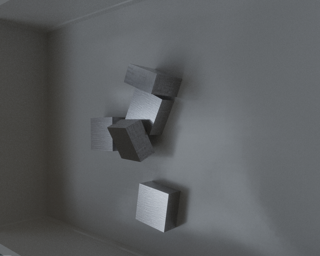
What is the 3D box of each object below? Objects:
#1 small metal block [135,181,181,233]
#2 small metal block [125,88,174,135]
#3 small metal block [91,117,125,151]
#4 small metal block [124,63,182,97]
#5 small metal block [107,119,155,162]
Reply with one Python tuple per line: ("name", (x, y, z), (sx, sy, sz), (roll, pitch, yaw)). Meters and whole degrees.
("small metal block", (-0.003, 0.102, 0.410), (0.050, 0.025, 0.050), (11, 97, 39))
("small metal block", (-0.015, -0.024, 0.419), (0.050, 0.025, 0.050), (32, 110, 35))
("small metal block", (-0.080, 0.009, 0.473), (0.050, 0.025, 0.050), (-1, 89, 40))
("small metal block", (-0.009, -0.061, 0.398), (0.050, 0.050, 0.025), (27, 107, 36))
("small metal block", (-0.040, 0.016, 0.420), (0.050, 0.025, 0.050), (1, 119, 53))
